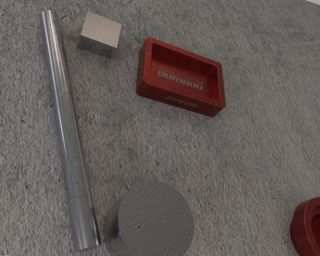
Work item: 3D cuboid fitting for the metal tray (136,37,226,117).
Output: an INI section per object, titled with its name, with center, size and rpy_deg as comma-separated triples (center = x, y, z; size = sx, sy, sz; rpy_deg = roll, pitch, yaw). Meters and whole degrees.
[metal tray]
center = 0.033, -0.075, 0.463
size = 0.131, 0.030, 0.090
rpy_deg = 15, 56, -20

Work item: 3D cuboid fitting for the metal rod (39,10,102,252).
[metal rod]
center = -0.108, -0.016, 0.355
size = 0.025, 0.025, 0.299
rpy_deg = -3, 63, -30

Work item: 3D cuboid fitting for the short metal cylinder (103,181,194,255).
[short metal cylinder]
center = -0.012, 0.101, 0.319
size = 0.081, 0.050, 0.080
rpy_deg = 14, 56, -21

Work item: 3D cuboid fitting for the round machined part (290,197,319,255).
[round machined part]
center = 0.218, 0.147, 0.420
size = 0.099, 0.042, 0.098
rpy_deg = 14, 56, -21

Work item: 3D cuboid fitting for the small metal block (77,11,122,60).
[small metal block]
center = -0.085, -0.131, 0.438
size = 0.050, 0.025, 0.050
rpy_deg = 16, 55, -19
